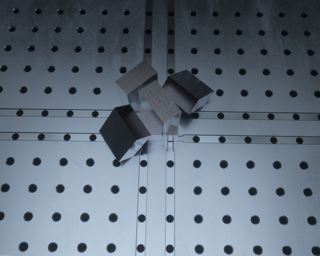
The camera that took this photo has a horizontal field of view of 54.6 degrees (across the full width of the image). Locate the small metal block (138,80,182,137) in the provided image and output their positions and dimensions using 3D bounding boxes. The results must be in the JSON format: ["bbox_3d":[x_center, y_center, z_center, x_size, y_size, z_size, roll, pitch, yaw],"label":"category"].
[{"bbox_3d":[-0.001,-0.023,0.380,0.025,0.050,0.050,-34,74,-12],"label":"small metal block"}]

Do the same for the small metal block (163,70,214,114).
[{"bbox_3d":[0.037,-0.050,0.416,0.050,0.025,0.050,41,35,13],"label":"small metal block"}]

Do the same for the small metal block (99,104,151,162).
[{"bbox_3d":[-0.045,0.007,0.393,0.025,0.050,0.050,-17,66,-46],"label":"small metal block"}]

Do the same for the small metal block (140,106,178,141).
[{"bbox_3d":[-0.002,-0.010,0.415,0.050,0.025,0.050,1,70,-1],"label":"small metal block"}]

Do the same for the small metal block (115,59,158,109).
[{"bbox_3d":[-0.030,-0.057,0.419,0.050,0.050,0.025,-39,75,-13],"label":"small metal block"}]
